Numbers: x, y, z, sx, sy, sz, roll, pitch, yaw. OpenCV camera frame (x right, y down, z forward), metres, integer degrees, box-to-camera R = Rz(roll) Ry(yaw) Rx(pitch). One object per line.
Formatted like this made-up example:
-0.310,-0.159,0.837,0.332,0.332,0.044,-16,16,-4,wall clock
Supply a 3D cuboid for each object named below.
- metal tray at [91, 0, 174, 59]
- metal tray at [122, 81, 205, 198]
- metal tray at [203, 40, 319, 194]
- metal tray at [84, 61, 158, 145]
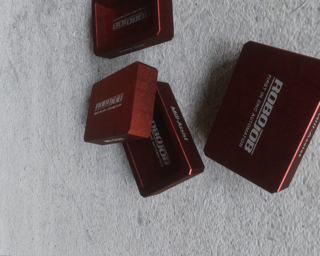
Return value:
-0.043,-0.156,0.436,0.130,0.030,0.089,-5,87,39,metal tray
-0.007,0.014,0.407,0.090,0.030,0.130,-34,69,34,metal tray
0.107,-0.012,0.313,0.090,0.030,0.129,30,108,36,metal tray
-0.056,-0.027,0.416,0.130,0.030,0.090,-11,68,53,metal tray
